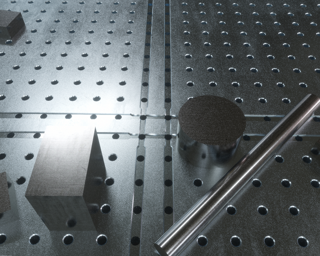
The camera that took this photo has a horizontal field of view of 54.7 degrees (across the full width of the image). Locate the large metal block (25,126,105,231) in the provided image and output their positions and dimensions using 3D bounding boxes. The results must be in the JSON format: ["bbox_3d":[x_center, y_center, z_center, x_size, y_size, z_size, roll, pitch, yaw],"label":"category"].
[{"bbox_3d":[-0.093,0.054,0.326,0.050,0.080,0.080,0,50,0],"label":"large metal block"}]

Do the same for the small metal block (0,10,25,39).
[{"bbox_3d":[-0.285,-0.189,0.563,0.050,0.025,0.050,10,51,7],"label":"small metal block"}]

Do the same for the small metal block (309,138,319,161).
[{"bbox_3d":[0.227,0.027,0.388,0.050,0.025,0.050,-33,58,-25],"label":"small metal block"}]

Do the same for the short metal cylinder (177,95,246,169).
[{"bbox_3d":[0.062,0.005,0.388,0.081,0.050,0.080,0,50,0],"label":"short metal cylinder"}]

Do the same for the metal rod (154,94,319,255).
[{"bbox_3d":[0.110,0.043,0.373,0.302,0.025,0.025,-37,59,-27],"label":"metal rod"}]

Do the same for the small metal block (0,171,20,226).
[{"bbox_3d":[-0.187,0.082,0.336,0.050,0.025,0.050,-18,53,-15],"label":"small metal block"}]
